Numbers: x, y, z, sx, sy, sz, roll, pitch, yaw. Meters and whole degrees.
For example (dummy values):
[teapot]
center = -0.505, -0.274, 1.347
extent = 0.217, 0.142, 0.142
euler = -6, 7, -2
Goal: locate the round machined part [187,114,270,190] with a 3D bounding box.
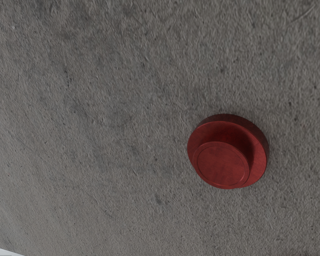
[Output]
[round machined part]
center = 0.079, 0.035, 0.376
extent = 0.098, 0.042, 0.097
euler = 13, 124, 21
